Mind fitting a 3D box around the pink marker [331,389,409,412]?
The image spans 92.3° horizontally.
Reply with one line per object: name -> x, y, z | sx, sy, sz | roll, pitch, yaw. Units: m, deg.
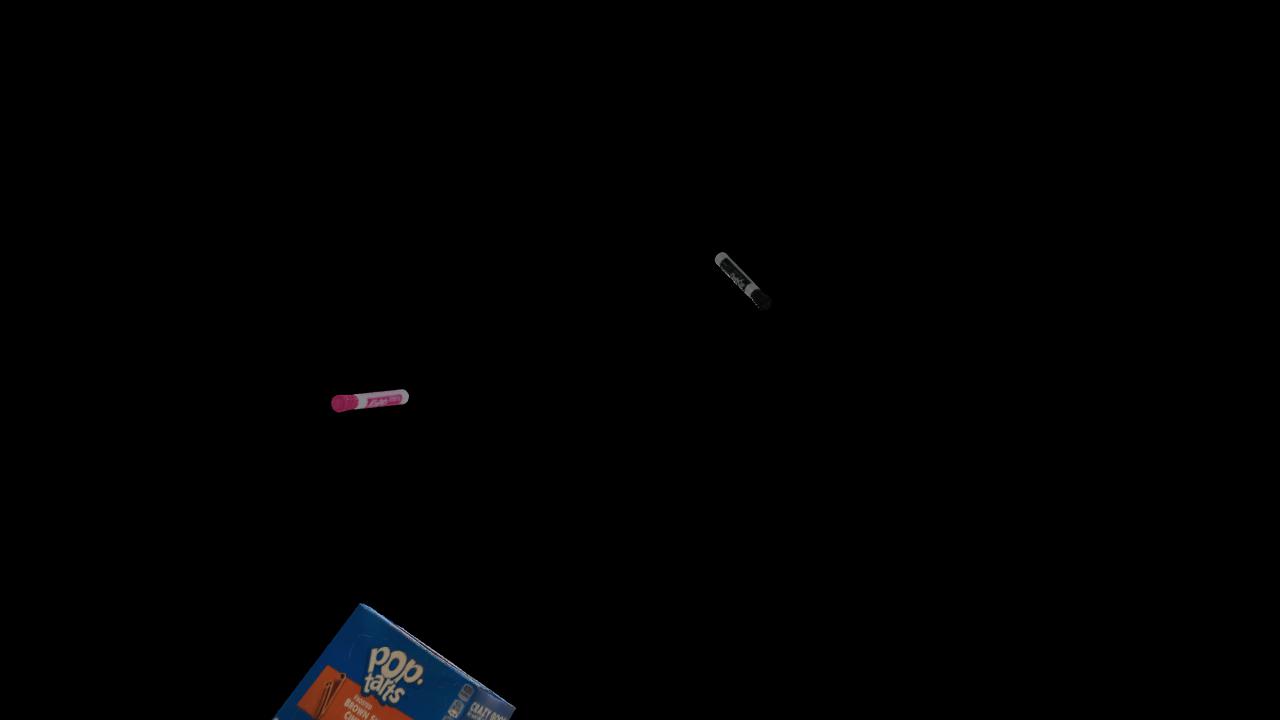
pink marker -> -0.309, 0.046, 0.709 | 0.020, 0.020, 0.121 | 0, 0, 13

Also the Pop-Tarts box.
Pop-Tarts box -> -0.228, 0.331, 0.554 | 0.167, 0.141, 0.083 | 17, -33, 29

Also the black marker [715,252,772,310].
black marker -> 0.132, -0.101, 0.788 | 0.020, 0.020, 0.121 | 0, 37, -29
